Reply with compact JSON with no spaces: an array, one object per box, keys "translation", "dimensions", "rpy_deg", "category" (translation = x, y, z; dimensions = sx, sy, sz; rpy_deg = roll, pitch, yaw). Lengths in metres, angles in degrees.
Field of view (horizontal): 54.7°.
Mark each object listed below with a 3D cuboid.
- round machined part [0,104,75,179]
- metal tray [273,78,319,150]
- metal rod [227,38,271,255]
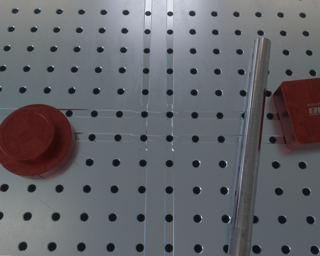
[{"translation":[-0.163,0.013,0.397],"dimensions":[0.099,0.042,0.098],"rpy_deg":[0,70,0],"category":"round machined part"},{"translation":[0.232,-0.023,0.419],"dimensions":[0.131,0.030,0.090],"rpy_deg":[-6,70,-3],"category":"metal tray"},{"translation":[0.121,0.011,0.408],"dimensions":[0.025,0.025,0.299],"rpy_deg":[11,70,4],"category":"metal rod"}]
